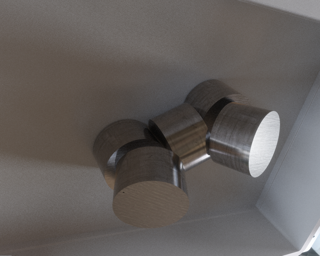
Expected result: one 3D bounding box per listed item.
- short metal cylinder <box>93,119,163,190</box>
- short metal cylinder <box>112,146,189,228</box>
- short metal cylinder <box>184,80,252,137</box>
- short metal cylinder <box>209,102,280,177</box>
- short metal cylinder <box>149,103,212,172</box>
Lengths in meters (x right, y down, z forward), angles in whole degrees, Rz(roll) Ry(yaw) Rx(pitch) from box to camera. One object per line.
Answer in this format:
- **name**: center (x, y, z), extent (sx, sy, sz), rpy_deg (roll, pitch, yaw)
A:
- **short metal cylinder**: center (-0.038, 0.036, 0.393), extent (0.081, 0.050, 0.079), rpy_deg (-14, 125, -21)
- **short metal cylinder**: center (-0.010, 0.067, 0.344), extent (0.081, 0.050, 0.079), rpy_deg (-2, 129, -2)
- **short metal cylinder**: center (0.077, -0.019, 0.423), extent (0.081, 0.050, 0.079), rpy_deg (-14, 125, -21)
- **short metal cylinder**: center (0.103, 0.013, 0.372), extent (0.081, 0.050, 0.079), rpy_deg (-24, 123, -44)
- **short metal cylinder**: center (0.026, 0.014, 0.396), extent (0.050, 0.080, 0.080), rpy_deg (-27, 128, -12)
